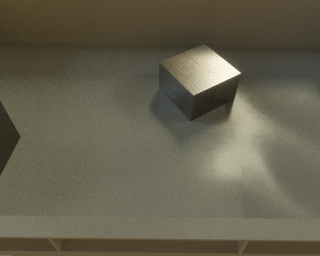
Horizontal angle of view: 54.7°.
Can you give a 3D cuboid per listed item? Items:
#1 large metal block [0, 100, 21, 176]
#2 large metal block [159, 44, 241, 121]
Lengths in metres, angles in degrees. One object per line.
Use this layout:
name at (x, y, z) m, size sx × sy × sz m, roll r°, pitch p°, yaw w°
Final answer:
large metal block at (-0.214, 0.014, 0.356) m, size 0.050 × 0.080 × 0.080 m, roll 5°, pitch 50°, yaw 4°
large metal block at (0.054, -0.067, 0.446) m, size 0.081 × 0.050 × 0.080 m, roll -26°, pitch 55°, yaw -21°
